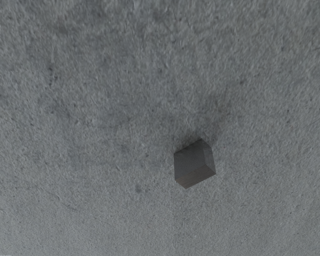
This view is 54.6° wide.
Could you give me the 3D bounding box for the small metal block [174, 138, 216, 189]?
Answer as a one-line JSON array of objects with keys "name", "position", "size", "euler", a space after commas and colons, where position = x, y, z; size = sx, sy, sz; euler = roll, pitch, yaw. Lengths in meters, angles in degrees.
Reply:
[{"name": "small metal block", "position": [0.047, 0.050, 0.433], "size": [0.050, 0.050, 0.025], "euler": [-32, 123, 24]}]
